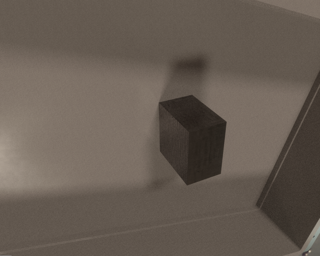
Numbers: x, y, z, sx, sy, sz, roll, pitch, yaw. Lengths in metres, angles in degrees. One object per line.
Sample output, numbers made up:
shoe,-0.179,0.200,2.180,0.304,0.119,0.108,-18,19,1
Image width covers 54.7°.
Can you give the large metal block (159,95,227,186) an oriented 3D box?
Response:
large metal block,0.039,0.013,0.404,0.050,0.080,0.079,-15,125,-21
